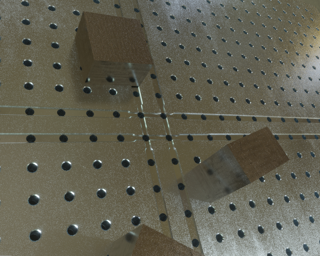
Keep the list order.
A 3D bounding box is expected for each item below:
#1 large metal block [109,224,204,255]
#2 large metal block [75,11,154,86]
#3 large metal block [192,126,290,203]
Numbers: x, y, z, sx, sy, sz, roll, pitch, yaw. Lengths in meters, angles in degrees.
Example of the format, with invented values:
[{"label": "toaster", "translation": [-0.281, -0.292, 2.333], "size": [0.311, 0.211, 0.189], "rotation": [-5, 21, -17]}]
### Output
[{"label": "large metal block", "translation": [-0.005, 0.139, 0.287], "size": [0.080, 0.080, 0.050], "rotation": [30, 52, -9]}, {"label": "large metal block", "translation": [-0.064, -0.106, 0.423], "size": [0.081, 0.050, 0.080], "rotation": [-2, 63, -30]}, {"label": "large metal block", "translation": [0.103, 0.048, 0.401], "size": [0.081, 0.080, 0.050], "rotation": [-19, 72, -35]}]
